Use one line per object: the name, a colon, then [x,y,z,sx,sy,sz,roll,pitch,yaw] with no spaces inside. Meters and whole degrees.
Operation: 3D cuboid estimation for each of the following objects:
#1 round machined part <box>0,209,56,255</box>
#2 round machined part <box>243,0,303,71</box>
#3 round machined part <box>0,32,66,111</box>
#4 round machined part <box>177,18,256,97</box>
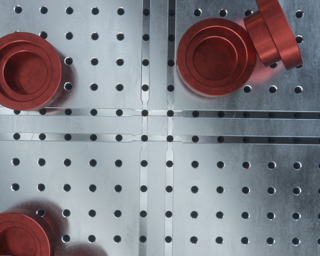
round machined part: [-0.185,0.154,0.403,0.099,0.042,0.097,0,89,0]
round machined part: [0.136,-0.114,0.382,0.042,0.098,0.098,-24,90,24]
round machined part: [-0.171,-0.070,0.404,0.099,0.042,0.097,0,90,0]
round machined part: [0.070,-0.089,0.405,0.099,0.042,0.097,0,90,0]
